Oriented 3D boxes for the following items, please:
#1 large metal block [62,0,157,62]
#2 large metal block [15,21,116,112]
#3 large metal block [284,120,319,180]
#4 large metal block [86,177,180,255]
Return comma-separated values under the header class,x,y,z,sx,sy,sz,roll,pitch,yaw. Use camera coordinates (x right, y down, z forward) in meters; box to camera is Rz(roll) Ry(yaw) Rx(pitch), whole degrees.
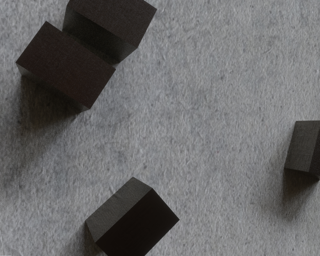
class,x,y,z,sx,sy,sz,roll,pitch,yaw
large metal block,-0.061,-0.125,0.358,0.080,0.080,0.050,28,81,-18
large metal block,-0.104,-0.061,0.342,0.080,0.080,0.050,34,79,-17
large metal block,0.256,0.039,0.493,0.081,0.050,0.080,19,84,-20
large metal block,-0.036,0.109,0.368,0.080,0.080,0.050,-42,104,-15
